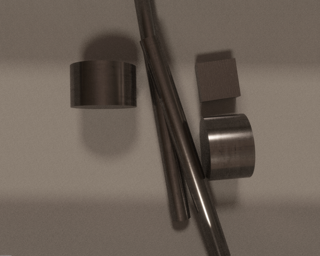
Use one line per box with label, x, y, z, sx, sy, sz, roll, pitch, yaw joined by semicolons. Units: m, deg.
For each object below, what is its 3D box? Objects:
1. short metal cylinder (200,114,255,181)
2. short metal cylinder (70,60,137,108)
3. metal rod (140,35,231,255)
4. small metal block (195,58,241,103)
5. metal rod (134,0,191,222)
short metal cylinder;0.081;0.024;0.385;0.050;0.080;0.079;-5;90;-1
short metal cylinder;-0.069;-0.050;0.383;0.081;0.080;0.050;-1;90;-1
metal rod;0.034;0.031;0.395;0.025;0.025;0.298;-19;97;0
small metal block;0.076;-0.062;0.412;0.050;0.025;0.050;-8;90;-1
metal rod;0.003;-0.027;0.411;0.025;0.025;0.298;-10;90;0
